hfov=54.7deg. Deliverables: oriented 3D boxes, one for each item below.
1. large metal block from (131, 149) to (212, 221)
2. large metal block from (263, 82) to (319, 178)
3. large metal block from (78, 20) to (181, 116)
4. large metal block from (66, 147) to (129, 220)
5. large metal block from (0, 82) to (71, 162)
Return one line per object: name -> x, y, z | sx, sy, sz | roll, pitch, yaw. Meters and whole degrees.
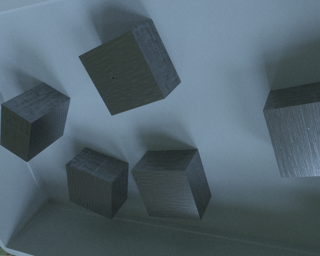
large metal block -> 0.018, 0.078, 0.430 | 0.080, 0.050, 0.080 | -5, 116, 30
large metal block -> 0.157, 0.001, 0.310 | 0.080, 0.050, 0.080 | -9, 114, 31
large metal block -> -0.034, -0.069, 0.366 | 0.080, 0.050, 0.080 | -15, 111, 34
large metal block -> -0.099, 0.088, 0.497 | 0.080, 0.050, 0.079 | 18, 126, 17
large metal block -> -0.186, -0.010, 0.462 | 0.050, 0.080, 0.079 | 31, 128, 8
